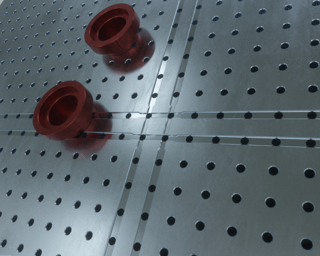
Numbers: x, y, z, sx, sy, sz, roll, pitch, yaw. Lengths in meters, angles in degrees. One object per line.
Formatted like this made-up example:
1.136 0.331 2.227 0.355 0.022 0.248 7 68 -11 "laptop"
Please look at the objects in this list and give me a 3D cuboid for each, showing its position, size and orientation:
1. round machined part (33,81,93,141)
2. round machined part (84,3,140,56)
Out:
-0.146 -0.023 0.485 0.098 0.042 0.098 -13 56 20 "round machined part"
-0.078 -0.165 0.537 0.098 0.042 0.098 -13 56 20 "round machined part"
